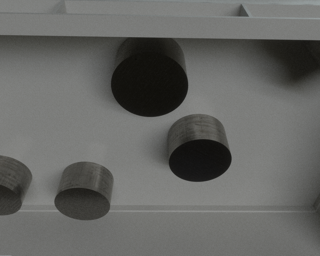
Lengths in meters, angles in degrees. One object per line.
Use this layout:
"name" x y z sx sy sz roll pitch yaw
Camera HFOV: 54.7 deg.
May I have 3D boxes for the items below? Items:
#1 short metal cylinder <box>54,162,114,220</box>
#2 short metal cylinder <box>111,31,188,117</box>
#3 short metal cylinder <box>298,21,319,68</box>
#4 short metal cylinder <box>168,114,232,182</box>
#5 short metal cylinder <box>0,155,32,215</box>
"short metal cylinder" -0.114 0.097 0.474 0.081 0.050 0.079 0 130 0
"short metal cylinder" -0.011 -0.059 0.343 0.081 0.050 0.079 0 130 0
"short metal cylinder" 0.185 -0.076 0.311 0.050 0.080 0.080 -36 122 26
"short metal cylinder" 0.052 0.028 0.417 0.081 0.050 0.079 0 130 0
"short metal cylinder" -0.241 0.086 0.463 0.081 0.050 0.079 0 130 0
